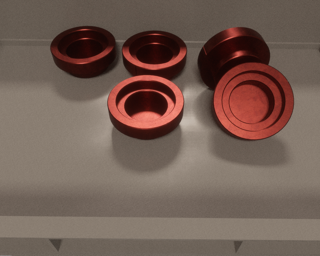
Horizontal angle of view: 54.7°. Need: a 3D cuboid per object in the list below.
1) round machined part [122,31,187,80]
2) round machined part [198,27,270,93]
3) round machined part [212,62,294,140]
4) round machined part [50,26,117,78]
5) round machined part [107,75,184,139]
[{"bbox_3d":[-0.008,-0.107,0.484,0.099,0.042,0.098,0,50,0],"label":"round machined part"},{"bbox_3d":[0.105,-0.086,0.431,0.099,0.097,0.042,-5,49,-5],"label":"round machined part"},{"bbox_3d":[0.117,-0.032,0.403,0.099,0.042,0.097,0,86,4],"label":"round machined part"},{"bbox_3d":[-0.118,-0.116,0.490,0.099,0.042,0.098,0,50,0],"label":"round machined part"},{"bbox_3d":[-0.018,-0.023,0.413,0.099,0.042,0.098,0,50,0],"label":"round machined part"}]
